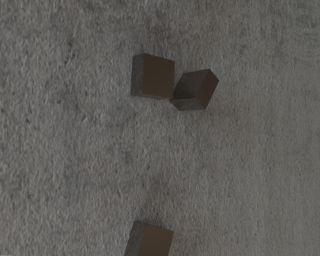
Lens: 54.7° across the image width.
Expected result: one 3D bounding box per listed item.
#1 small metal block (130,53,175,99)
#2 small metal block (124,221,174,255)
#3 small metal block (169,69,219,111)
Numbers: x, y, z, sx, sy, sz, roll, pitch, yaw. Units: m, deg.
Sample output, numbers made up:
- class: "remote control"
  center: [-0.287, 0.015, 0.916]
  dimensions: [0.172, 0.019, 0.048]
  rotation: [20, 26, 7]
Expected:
- class: "small metal block"
  center: [-0.009, -0.065, 0.399]
  dimensions: [0.050, 0.025, 0.050]
  rotation: [5, 87, -40]
- class: "small metal block"
  center: [-0.014, 0.151, 0.395]
  dimensions: [0.050, 0.025, 0.050]
  rotation: [26, 74, -37]
- class: "small metal block"
  center: [0.047, -0.052, 0.430]
  dimensions: [0.025, 0.050, 0.050]
  rotation: [42, 64, -33]
